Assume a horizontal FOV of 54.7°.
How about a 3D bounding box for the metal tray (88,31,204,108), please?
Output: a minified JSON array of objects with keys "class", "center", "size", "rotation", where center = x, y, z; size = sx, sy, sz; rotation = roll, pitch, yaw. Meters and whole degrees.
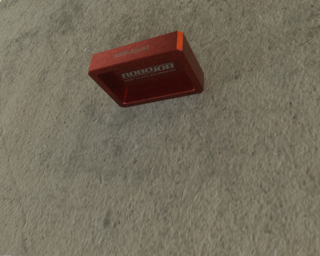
[{"class":"metal tray","center":[-0.016,-0.072,0.413],"size":[0.130,0.090,0.030],"rotation":[-9,58,23]}]
